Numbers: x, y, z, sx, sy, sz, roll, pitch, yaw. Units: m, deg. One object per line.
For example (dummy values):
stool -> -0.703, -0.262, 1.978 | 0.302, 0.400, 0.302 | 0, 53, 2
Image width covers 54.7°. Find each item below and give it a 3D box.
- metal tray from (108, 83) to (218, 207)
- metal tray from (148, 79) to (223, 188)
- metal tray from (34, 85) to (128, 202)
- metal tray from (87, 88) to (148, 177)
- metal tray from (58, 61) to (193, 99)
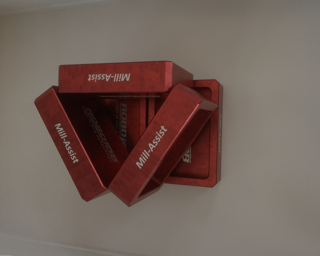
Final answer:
metal tray -> 0.007, 0.018, 0.339 | 0.030, 0.090, 0.129 | 37, 102, 16
metal tray -> 0.031, 0.006, 0.396 | 0.090, 0.030, 0.129 | 1, 90, 20
metal tray -> -0.083, 0.015, 0.371 | 0.030, 0.090, 0.130 | -33, 80, 18
metal tray -> -0.055, 0.003, 0.427 | 0.090, 0.030, 0.129 | 1, 89, 20
metal tray -> -0.036, -0.051, 0.354 | 0.130, 0.090, 0.030 | 2, 91, 20
